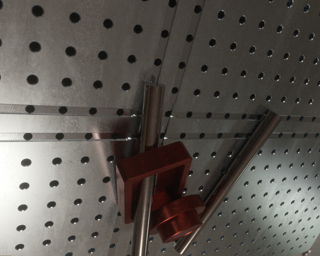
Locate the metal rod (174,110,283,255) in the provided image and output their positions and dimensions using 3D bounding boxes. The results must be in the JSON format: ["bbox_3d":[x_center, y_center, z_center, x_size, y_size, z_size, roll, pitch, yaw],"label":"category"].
[{"bbox_3d":[0.113,0.100,0.537,0.025,0.025,0.299,21,107,-37],"label":"metal rod"}]

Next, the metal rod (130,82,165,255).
[{"bbox_3d":[-0.021,0.088,0.424,0.025,0.025,0.298,-4,110,-27],"label":"metal rod"}]

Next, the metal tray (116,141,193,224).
[{"bbox_3d":[-0.011,0.079,0.425,0.091,0.030,0.129,-17,145,-19],"label":"metal tray"}]

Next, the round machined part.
[{"bbox_3d":[0.027,0.145,0.482,0.099,0.042,0.098,-21,154,-11],"label":"round machined part"}]
